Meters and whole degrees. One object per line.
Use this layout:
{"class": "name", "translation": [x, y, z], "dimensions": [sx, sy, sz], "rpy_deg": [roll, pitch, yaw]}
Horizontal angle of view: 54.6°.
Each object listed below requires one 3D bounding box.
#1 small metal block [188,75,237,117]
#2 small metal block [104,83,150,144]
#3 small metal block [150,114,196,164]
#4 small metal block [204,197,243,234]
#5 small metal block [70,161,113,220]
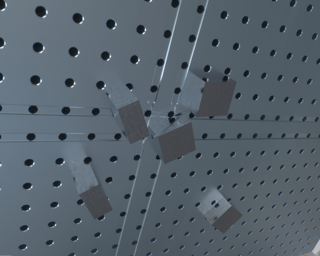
{"class": "small metal block", "translation": [0.070, -0.044, 0.422], "dimensions": [0.050, 0.025, 0.050], "rpy_deg": [-4, 120, -26]}
{"class": "small metal block", "translation": [-0.039, -0.017, 0.363], "dimensions": [0.025, 0.050, 0.050], "rpy_deg": [-25, 128, -13]}
{"class": "small metal block", "translation": [0.019, 0.015, 0.430], "dimensions": [0.050, 0.025, 0.050], "rpy_deg": [-23, 127, -14]}
{"class": "small metal block", "translation": [0.118, 0.162, 0.575], "dimensions": [0.050, 0.025, 0.050], "rpy_deg": [-45, 129, 3]}
{"class": "small metal block", "translation": [-0.087, 0.079, 0.395], "dimensions": [0.025, 0.050, 0.050], "rpy_deg": [-27, 128, -12]}
